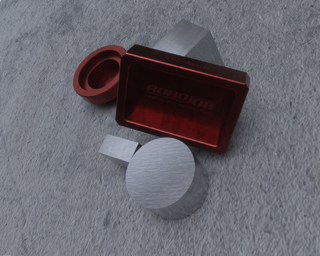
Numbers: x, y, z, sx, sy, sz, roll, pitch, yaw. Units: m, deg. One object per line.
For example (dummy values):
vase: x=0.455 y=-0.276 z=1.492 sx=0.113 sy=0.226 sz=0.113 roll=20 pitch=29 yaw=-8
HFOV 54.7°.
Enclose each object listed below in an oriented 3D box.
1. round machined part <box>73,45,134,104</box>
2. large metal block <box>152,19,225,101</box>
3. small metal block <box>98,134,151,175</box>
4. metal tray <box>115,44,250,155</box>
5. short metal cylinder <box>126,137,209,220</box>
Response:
round machined part: x=-0.082 y=-0.078 z=0.482 sx=0.098 sy=0.042 sz=0.098 roll=-13 pitch=56 yaw=20
large metal block: x=0.032 y=-0.076 z=0.397 sx=0.080 sy=0.080 sz=0.050 roll=-46 pitch=50 yaw=-4
small metal block: x=-0.039 y=0.034 z=0.386 sx=0.050 sy=0.050 sz=0.025 roll=13 pitch=70 yaw=33
metal tray: x=0.020 y=-0.030 z=0.338 sx=0.131 sy=0.089 sz=0.030 roll=16 pitch=35 yaw=7
short metal cylinder: x=0.009 y=0.057 z=0.347 sx=0.080 sy=0.050 sz=0.080 roll=-13 pitch=56 yaw=20
